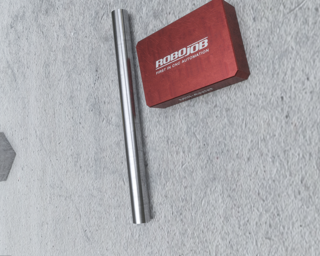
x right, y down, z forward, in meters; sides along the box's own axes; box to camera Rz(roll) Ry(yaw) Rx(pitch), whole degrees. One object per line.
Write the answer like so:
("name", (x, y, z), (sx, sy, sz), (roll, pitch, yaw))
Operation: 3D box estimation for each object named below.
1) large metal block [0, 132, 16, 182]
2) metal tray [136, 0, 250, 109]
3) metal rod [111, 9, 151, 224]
("large metal block", (-0.373, 0.065, 0.691), (0.080, 0.050, 0.080), (44, 116, 30))
("metal tray", (0.033, -0.083, 0.373), (0.130, 0.030, 0.090), (-17, 79, 38))
("metal rod", (-0.042, -0.020, 0.436), (0.025, 0.025, 0.298), (-11, 83, 39))
